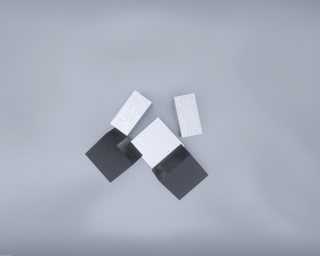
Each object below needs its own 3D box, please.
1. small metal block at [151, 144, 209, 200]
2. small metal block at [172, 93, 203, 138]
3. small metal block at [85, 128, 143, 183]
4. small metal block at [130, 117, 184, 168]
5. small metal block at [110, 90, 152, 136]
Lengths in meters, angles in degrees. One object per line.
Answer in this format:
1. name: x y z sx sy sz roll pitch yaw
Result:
1. small metal block: 0.026 0.057 0.397 0.050 0.025 0.050 -41 127 -1
2. small metal block: 0.033 -0.015 0.397 0.025 0.050 0.050 -11 90 -1
3. small metal block: -0.060 0.034 0.398 0.050 0.025 0.050 49 123 -1
4. small metal block: -0.004 0.021 0.409 0.050 0.025 0.050 -42 91 0
5. small metal block: -0.035 -0.018 0.396 0.025 0.050 0.050 37 90 0
